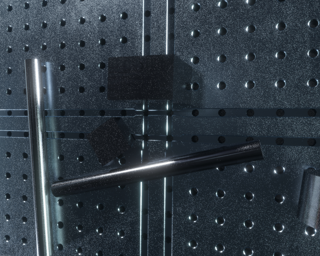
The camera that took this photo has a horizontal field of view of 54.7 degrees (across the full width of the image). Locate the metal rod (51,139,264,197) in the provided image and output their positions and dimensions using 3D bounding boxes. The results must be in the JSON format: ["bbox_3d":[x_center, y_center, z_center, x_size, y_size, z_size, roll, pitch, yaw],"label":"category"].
[{"bbox_3d":[-0.017,0.059,0.418,0.301,0.025,0.025,-14,86,19],"label":"metal rod"}]

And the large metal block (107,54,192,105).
[{"bbox_3d":[-0.010,-0.057,0.387,0.080,0.080,0.050,2,91,20],"label":"large metal block"}]

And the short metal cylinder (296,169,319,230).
[{"bbox_3d":[0.187,0.076,0.317,0.080,0.080,0.050,9,93,19],"label":"short metal cylinder"}]

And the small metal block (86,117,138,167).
[{"bbox_3d":[-0.068,0.019,0.436,0.050,0.025,0.050,-34,79,16],"label":"small metal block"}]

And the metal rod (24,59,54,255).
[{"bbox_3d":[-0.186,0.044,0.478,0.025,0.025,0.298,-5,88,20],"label":"metal rod"}]
